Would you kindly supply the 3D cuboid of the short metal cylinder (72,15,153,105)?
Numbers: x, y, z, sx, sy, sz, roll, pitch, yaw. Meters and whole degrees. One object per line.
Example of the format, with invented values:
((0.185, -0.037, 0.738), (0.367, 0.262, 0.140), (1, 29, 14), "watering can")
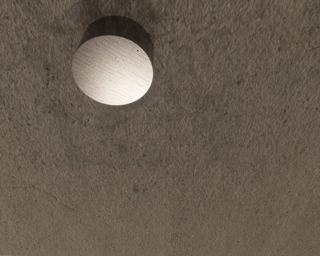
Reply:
((-0.047, -0.071, 0.330), (0.081, 0.050, 0.079), (0, 130, 0), "short metal cylinder")
